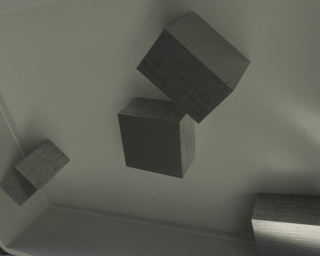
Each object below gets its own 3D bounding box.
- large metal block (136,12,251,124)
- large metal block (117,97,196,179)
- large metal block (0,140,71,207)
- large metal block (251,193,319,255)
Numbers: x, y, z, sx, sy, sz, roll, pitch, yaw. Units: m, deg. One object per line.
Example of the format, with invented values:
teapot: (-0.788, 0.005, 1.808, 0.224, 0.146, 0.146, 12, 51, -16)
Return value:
large metal block: (0.037, -0.064, 0.313, 0.080, 0.080, 0.050, 42, 129, -1)
large metal block: (-0.001, 0.011, 0.399, 0.080, 0.050, 0.079, 9, 122, 23)
large metal block: (-0.214, 0.077, 0.531, 0.050, 0.080, 0.080, 47, 129, -5)
large metal block: (0.165, 0.130, 0.386, 0.080, 0.050, 0.080, -3, 117, 29)
